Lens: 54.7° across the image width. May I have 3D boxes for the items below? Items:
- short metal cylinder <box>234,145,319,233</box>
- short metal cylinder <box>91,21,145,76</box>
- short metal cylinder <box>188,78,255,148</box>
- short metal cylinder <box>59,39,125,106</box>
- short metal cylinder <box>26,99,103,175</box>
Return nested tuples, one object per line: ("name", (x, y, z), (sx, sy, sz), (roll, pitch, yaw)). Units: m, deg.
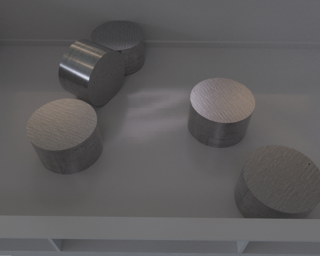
("short metal cylinder", (0.126, 0.065, 0.335), (0.080, 0.050, 0.080), (0, 50, 0))
("short metal cylinder", (-0.065, -0.128, 0.495), (0.080, 0.050, 0.080), (0, 50, 0))
("short metal cylinder", (0.078, -0.021, 0.406), (0.080, 0.050, 0.080), (0, 50, 0))
("short metal cylinder", (-0.093, -0.077, 0.434), (0.050, 0.080, 0.080), (26, 55, 20))
("short metal cylinder", (-0.114, 0.010, 0.380), (0.080, 0.050, 0.080), (0, 50, 0))
